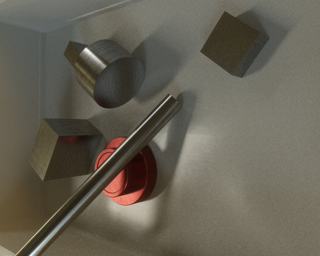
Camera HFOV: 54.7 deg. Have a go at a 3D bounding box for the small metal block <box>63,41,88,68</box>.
[{"bbox_3d":[-0.112,-0.106,0.480,0.050,0.050,0.025,50,119,28],"label":"small metal block"}]

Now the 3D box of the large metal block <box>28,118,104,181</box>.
[{"bbox_3d":[-0.149,0.032,0.491,0.050,0.081,0.079,38,113,33],"label":"large metal block"}]

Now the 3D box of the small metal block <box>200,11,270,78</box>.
[{"bbox_3d":[0.081,-0.091,0.339,0.050,0.025,0.050,46,117,30],"label":"small metal block"}]

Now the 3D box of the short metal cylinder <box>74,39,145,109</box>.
[{"bbox_3d":[-0.069,-0.074,0.425,0.050,0.081,0.080,44,116,31],"label":"short metal cylinder"}]

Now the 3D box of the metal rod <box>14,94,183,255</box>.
[{"bbox_3d":[-0.084,0.073,0.394,0.300,0.025,0.025,-46,60,1],"label":"metal rod"}]

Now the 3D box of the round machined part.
[{"bbox_3d":[-0.055,0.061,0.439,0.098,0.042,0.097,0,90,39],"label":"round machined part"}]
